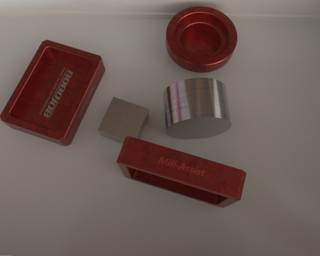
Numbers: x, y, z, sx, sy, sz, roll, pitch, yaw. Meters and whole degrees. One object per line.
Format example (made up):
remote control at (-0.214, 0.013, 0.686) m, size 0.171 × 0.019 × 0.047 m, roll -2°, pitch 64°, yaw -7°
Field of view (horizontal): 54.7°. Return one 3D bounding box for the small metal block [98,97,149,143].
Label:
small metal block at (-0.047, -0.007, 0.412) m, size 0.050 × 0.025 × 0.050 m, roll 20°, pitch 71°, yaw 6°

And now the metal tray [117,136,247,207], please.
metal tray at (0.022, 0.054, 0.355) m, size 0.131 × 0.090 × 0.030 m, roll 16°, pitch 71°, yaw 5°

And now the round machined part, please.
round machined part at (0.057, -0.122, 0.446) m, size 0.099 × 0.042 × 0.098 m, roll 0°, pitch 70°, yaw -1°

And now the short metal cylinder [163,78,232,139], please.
short metal cylinder at (0.046, -0.022, 0.389) m, size 0.081 × 0.080 × 0.050 m, roll -4°, pitch 70°, yaw -2°

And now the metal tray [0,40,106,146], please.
metal tray at (-0.142, -0.050, 0.423) m, size 0.090 × 0.030 × 0.130 m, roll 18°, pitch 71°, yaw 6°
